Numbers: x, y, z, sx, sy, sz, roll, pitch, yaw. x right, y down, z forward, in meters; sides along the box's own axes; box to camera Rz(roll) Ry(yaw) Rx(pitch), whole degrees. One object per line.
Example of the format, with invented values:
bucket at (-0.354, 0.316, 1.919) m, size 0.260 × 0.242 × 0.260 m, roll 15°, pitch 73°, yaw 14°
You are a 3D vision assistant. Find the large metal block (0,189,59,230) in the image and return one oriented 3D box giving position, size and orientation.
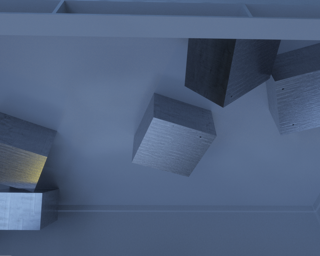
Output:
large metal block at (-0.205, 0.119, 0.464) m, size 0.081 × 0.050 × 0.080 m, roll 1°, pitch 173°, yaw -2°

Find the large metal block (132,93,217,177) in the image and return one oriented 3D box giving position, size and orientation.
large metal block at (0.016, 0.011, 0.402) m, size 0.081 × 0.050 × 0.079 m, roll 16°, pitch 128°, yaw -14°

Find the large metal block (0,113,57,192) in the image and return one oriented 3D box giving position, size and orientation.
large metal block at (-0.196, 0.034, 0.419) m, size 0.080 × 0.050 × 0.079 m, roll 21°, pitch 127°, yaw -17°

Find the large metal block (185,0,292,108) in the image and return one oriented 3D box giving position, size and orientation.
large metal block at (0.073, -0.078, 0.300) m, size 0.081 × 0.050 × 0.079 m, roll -30°, pitch 140°, yaw -32°

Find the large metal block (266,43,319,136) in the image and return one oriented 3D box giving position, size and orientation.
large metal block at (0.170, -0.045, 0.357) m, size 0.080 × 0.050 × 0.080 m, roll -14°, pitch 129°, yaw 11°
